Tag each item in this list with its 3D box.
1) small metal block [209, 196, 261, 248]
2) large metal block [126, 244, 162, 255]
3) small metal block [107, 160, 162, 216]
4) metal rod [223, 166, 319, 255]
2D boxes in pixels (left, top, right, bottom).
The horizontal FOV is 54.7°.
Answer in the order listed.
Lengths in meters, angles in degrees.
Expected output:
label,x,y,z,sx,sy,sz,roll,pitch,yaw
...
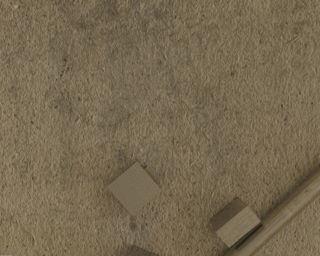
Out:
label,x,y,z,sx,sy,sz,roll,pitch,yaw
small metal block,0.095,0.119,0.398,0.050,0.050,0.025,-40,90,0
large metal block,-0.032,0.204,0.382,0.050,0.080,0.080,22,90,0
small metal block,-0.033,0.078,0.410,0.050,0.025,0.050,-40,90,0
metal rod,0.155,0.122,0.411,0.300,0.025,0.025,-43,90,0
